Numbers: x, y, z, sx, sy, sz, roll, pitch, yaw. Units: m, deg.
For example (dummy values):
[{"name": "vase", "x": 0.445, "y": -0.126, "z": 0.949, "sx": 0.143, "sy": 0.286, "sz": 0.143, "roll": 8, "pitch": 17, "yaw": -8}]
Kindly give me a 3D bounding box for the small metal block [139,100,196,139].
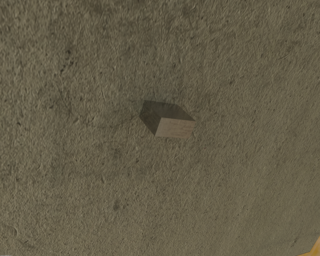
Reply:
[{"name": "small metal block", "x": 0.009, "y": -0.011, "z": 0.391, "sx": 0.050, "sy": 0.050, "sz": 0.025, "roll": 5, "pitch": 116, "yaw": -31}]
